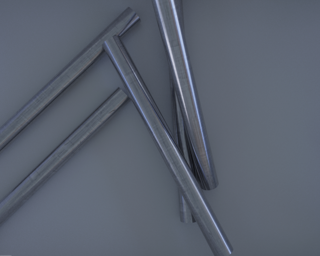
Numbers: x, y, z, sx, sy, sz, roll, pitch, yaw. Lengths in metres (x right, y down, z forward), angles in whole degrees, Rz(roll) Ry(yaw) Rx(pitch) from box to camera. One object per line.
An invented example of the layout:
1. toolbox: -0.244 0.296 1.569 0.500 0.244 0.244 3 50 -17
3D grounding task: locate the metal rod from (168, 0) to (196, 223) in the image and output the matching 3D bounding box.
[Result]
1. metal rod: 0.028 -0.026 0.411 0.025 0.025 0.298 -4 90 0

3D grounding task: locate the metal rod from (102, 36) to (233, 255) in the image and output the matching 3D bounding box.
1. metal rod: 0.009 0.022 0.386 0.025 0.025 0.299 -28 89 0

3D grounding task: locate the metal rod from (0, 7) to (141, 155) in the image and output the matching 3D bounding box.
1. metal rod: -0.143 -0.047 0.410 0.300 0.025 0.025 -43 90 0

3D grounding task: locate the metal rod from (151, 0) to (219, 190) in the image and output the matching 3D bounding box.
1. metal rod: 0.027 -0.055 0.352 0.025 0.025 0.298 -17 114 0

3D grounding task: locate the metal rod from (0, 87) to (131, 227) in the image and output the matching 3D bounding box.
1. metal rod: -0.154 0.058 0.410 0.300 0.025 0.025 -44 90 0
